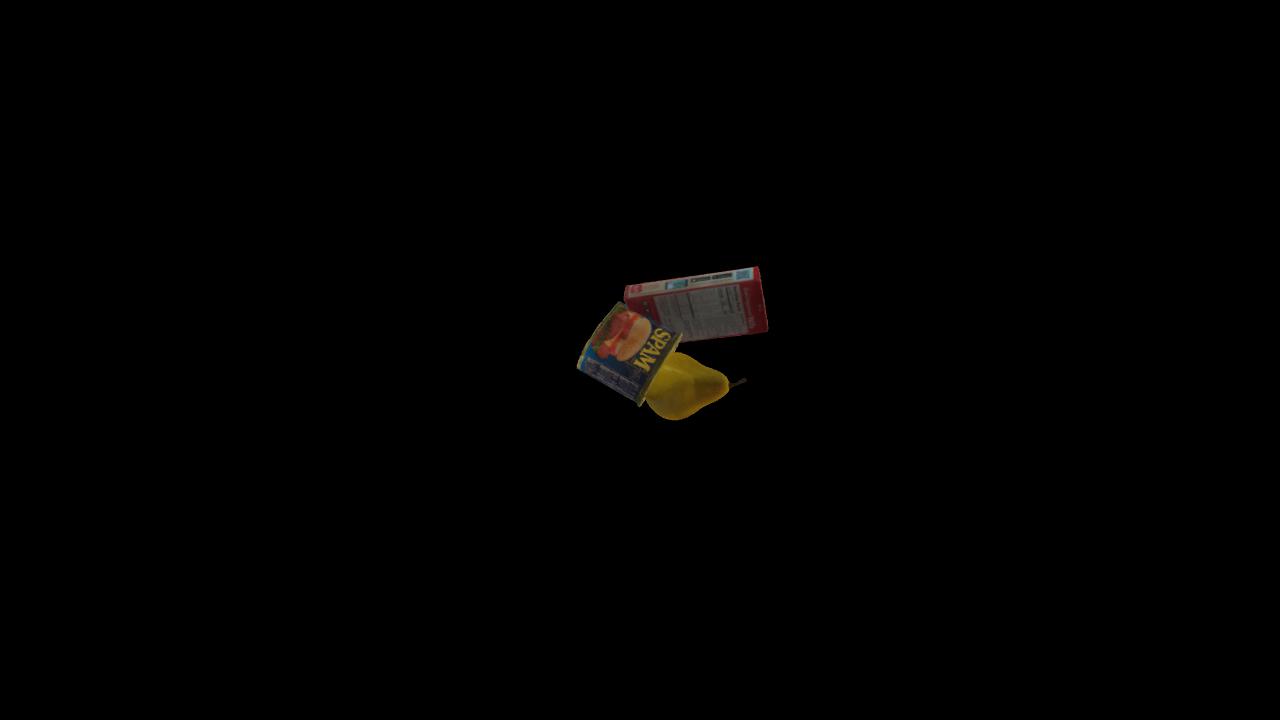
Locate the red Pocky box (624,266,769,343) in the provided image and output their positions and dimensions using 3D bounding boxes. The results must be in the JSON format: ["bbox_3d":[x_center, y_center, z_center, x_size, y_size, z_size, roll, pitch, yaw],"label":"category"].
[{"bbox_3d":[0.066,-0.059,0.711,0.155,0.028,0.083,-6,-45,14],"label":"red Pocky box"}]

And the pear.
[{"bbox_3d":[0.061,0.032,0.694,0.111,0.080,0.080,7,3,24],"label":"pear"}]

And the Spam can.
[{"bbox_3d":[-0.011,-0.009,0.701,0.085,0.058,0.101,29,47,6],"label":"Spam can"}]

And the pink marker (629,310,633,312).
[{"bbox_3d":[0.013,-0.041,0.734,0.020,0.121,0.020,23,32,-15],"label":"pink marker"}]
